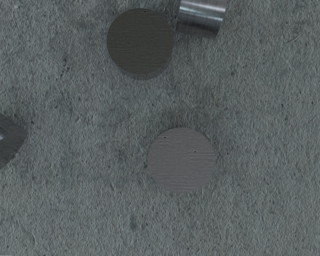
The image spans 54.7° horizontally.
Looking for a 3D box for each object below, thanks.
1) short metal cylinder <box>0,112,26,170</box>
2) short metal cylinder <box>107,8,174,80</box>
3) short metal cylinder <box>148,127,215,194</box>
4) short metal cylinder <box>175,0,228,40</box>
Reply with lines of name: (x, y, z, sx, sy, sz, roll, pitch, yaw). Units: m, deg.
short metal cylinder: (-0.214, 0.018, 0.381, 0.050, 0.080, 0.080, 36, 90, 0)
short metal cylinder: (-0.024, -0.105, 0.397, 0.081, 0.050, 0.080, 0, 90, 0)
short metal cylinder: (0.025, 0.039, 0.398, 0.081, 0.050, 0.080, 0, 90, 0)
short metal cylinder: (0.052, -0.155, 0.383, 0.050, 0.080, 0.080, 13, 90, 0)
